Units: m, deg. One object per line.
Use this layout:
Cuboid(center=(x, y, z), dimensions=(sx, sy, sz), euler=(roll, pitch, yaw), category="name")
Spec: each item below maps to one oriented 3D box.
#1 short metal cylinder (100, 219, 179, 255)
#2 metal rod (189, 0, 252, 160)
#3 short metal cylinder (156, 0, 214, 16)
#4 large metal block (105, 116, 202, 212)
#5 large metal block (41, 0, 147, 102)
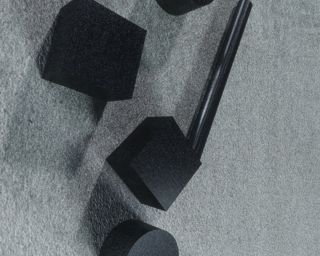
Cuboid(center=(-0.024, 0.155, 0.369), dimensions=(0.081, 0.050, 0.080), euler=(0, 90, -40), category="short metal cylinder")
Cuboid(center=(0.091, -0.075, 0.480), dimensions=(0.025, 0.025, 0.299), euler=(34, 69, -35), category="metal rod")
Cuboid(center=(0.033, -0.198, 0.415), dimensions=(0.081, 0.050, 0.080), euler=(0, 90, -40), category="short metal cylinder")
Cuboid(center=(-0.005, 0.042, 0.384), dimensions=(0.080, 0.050, 0.080), euler=(-48, 119, -29), category="large metal block")
Cuboid(center=(-0.068, -0.079, 0.331), dimensions=(0.080, 0.050, 0.080), euler=(19, 78, -39), category="large metal block")
